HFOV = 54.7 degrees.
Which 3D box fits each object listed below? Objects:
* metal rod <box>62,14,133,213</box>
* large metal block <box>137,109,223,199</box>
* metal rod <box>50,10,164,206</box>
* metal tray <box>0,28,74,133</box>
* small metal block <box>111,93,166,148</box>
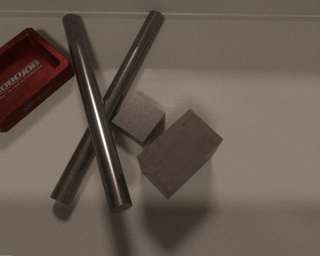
[{"bbox_3d":[-0.088,-0.038,0.398,0.025,0.025,0.299,-17,62,-7],"label":"metal rod"},{"bbox_3d":[0.022,0.035,0.368,0.080,0.080,0.050,-42,76,-14],"label":"large metal block"},{"bbox_3d":[-0.063,-0.040,0.423,0.025,0.025,0.300,22,71,7],"label":"metal rod"},{"bbox_3d":[-0.198,-0.069,0.429,0.090,0.030,0.130,42,75,13],"label":"metal tray"},{"bbox_3d":[-0.028,-0.010,0.413,0.050,0.025,0.050,33,73,11],"label":"small metal block"}]
